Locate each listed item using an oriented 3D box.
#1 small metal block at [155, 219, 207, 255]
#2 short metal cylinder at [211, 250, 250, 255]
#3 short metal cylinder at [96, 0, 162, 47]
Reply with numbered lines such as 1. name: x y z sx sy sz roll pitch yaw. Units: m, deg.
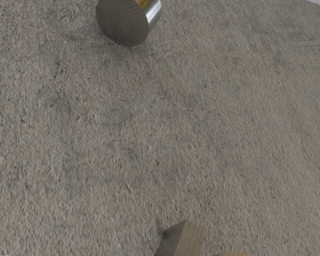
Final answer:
1. small metal block: 0.018 0.128 0.319 0.025 0.050 0.050 33 52 -7
2. short metal cylinder: 0.068 0.173 0.319 0.081 0.050 0.080 14 56 -21
3. short metal cylinder: -0.044 -0.165 0.446 0.080 0.080 0.050 32 52 -8
